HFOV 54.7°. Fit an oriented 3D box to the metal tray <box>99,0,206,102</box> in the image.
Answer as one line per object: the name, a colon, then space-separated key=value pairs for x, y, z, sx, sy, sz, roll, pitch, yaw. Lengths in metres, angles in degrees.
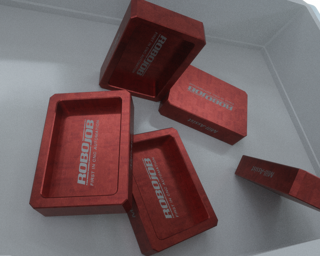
metal tray: x=-0.014 y=-0.088 z=0.385 sx=0.091 sy=0.129 sz=0.030 roll=13 pitch=57 yaw=-22

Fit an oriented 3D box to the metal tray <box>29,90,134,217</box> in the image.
metal tray: x=-0.075 y=0.022 z=0.324 sx=0.091 sy=0.030 sz=0.130 roll=-3 pitch=59 yaw=2

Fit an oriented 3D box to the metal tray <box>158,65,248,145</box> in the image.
metal tray: x=0.069 y=-0.039 z=0.465 sx=0.131 sy=0.030 sz=0.090 roll=23 pitch=53 yaw=-15

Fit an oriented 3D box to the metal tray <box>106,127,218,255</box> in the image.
metal tray: x=0.001 y=0.068 z=0.362 sx=0.091 sy=0.030 sz=0.130 roll=-11 pitch=67 yaw=-33

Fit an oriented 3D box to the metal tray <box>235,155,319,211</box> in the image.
metal tray: x=0.164 y=0.072 z=0.388 sx=0.090 sy=0.130 sz=0.030 roll=26 pitch=86 yaw=-13
